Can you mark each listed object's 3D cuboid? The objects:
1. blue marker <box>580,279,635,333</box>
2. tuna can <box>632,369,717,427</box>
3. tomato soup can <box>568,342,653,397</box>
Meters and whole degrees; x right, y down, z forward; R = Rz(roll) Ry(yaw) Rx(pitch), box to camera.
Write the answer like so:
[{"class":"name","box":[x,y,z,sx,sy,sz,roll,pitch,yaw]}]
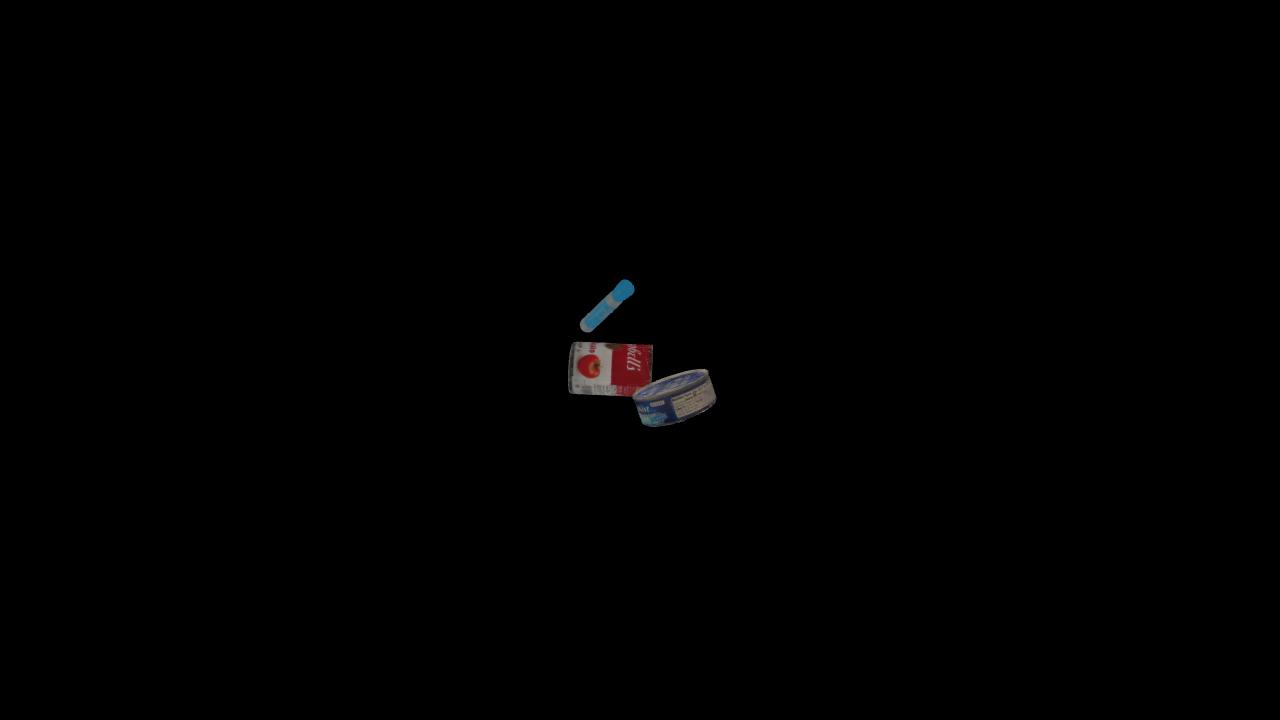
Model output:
[{"class":"blue marker","box":[-0.038,-0.060,0.694,0.020,0.020,0.121,0,-18,-27]},{"class":"tuna can","box":[0.036,0.039,0.642,0.084,0.034,0.084,-19,8,3]},{"class":"tomato soup can","box":[-0.035,0.012,0.765,0.101,0.068,0.068,2,0,1]}]
